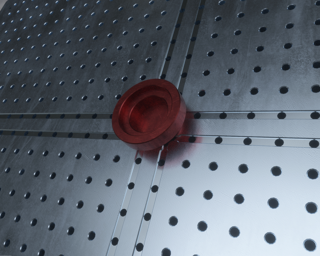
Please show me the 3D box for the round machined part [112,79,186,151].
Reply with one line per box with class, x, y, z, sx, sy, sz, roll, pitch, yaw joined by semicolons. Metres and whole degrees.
round machined part;-0.011;-0.014;0.412;0.098;0.042;0.098;-13;56;21
